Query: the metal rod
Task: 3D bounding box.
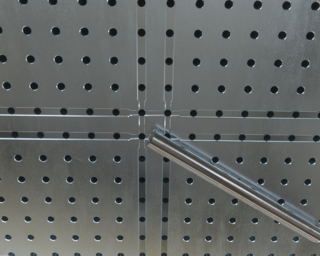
[{"bbox_3d":[0.115,0.089,0.447,0.301,0.025,0.025,31,107,-11],"label":"metal rod"}]
